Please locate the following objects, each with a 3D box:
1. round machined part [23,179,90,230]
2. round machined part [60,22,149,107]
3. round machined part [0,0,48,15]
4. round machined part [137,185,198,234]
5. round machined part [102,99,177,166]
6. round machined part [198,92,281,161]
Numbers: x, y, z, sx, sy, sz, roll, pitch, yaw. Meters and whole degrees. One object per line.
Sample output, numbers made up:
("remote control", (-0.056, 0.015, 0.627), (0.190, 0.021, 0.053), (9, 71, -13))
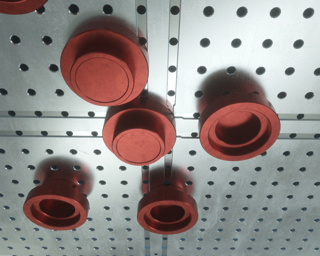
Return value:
("round machined part", (-0.164, 0.121, 0.502), (0.099, 0.042, 0.097), (0, 130, 0))
("round machined part", (-0.062, -0.063, 0.346), (0.099, 0.042, 0.097), (0, 130, 0))
("round machined part", (-0.133, -0.154, 0.268), (0.099, 0.042, 0.097), (0, 130, 0))
("round machined part", (0.012, 0.131, 0.512), (0.099, 0.042, 0.097), (0, 130, 0))
("round machined part", (-0.027, 0.013, 0.411), (0.099, 0.042, 0.097), (0, 130, 0))
("round machined part", (0.098, -0.006, 0.396), (0.099, 0.042, 0.097), (0, 130, 0))
